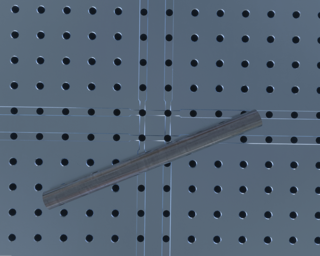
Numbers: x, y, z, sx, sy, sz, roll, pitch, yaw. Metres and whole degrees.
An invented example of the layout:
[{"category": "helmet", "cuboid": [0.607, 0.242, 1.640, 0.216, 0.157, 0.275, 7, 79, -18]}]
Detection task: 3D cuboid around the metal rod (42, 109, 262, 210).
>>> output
[{"category": "metal rod", "cuboid": [-0.009, 0.041, 0.413, 0.301, 0.025, 0.025, -21, 90, -1]}]
